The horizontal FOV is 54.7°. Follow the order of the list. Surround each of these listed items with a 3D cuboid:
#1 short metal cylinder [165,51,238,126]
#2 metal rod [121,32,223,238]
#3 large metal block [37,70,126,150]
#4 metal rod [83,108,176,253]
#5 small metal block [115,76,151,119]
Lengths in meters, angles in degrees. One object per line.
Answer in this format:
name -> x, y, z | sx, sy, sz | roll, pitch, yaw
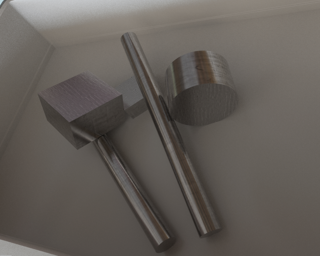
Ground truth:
short metal cylinder -> 0.048, -0.046, 0.372 | 0.080, 0.080, 0.050 | -18, 55, 17
metal rod -> 0.003, -0.013, 0.387 | 0.025, 0.025, 0.299 | -28, 60, 10
large metal block -> -0.107, -0.028, 0.430 | 0.081, 0.050, 0.080 | -33, 53, -30
metal rod -> -0.070, 0.034, 0.419 | 0.025, 0.025, 0.300 | -41, 51, 0
small metal block -> -0.032, -0.049, 0.451 | 0.050, 0.025, 0.050 | -32, 52, 6
